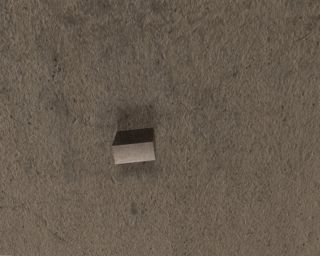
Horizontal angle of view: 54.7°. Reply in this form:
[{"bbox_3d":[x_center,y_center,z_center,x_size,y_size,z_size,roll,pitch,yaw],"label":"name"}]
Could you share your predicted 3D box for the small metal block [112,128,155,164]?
[{"bbox_3d":[-0.032,0.022,0.404,0.050,0.050,0.025,-6,110,2],"label":"small metal block"}]
